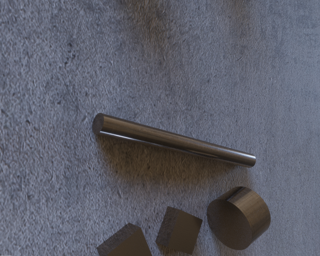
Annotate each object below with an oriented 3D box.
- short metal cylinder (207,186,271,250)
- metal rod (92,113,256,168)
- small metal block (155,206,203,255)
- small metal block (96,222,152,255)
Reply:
[{"bbox_3d":[0.119,0.136,0.472,0.050,0.080,0.079,-19,103,-39],"label":"short metal cylinder"},{"bbox_3d":[0.043,0.026,0.443,0.302,0.025,0.025,15,80,-39],"label":"metal rod"},{"bbox_3d":[0.028,0.143,0.431,0.050,0.025,0.050,34,69,-35],"label":"small metal block"},{"bbox_3d":[-0.041,0.152,0.373,0.050,0.025,0.050,-30,109,-36],"label":"small metal block"}]
